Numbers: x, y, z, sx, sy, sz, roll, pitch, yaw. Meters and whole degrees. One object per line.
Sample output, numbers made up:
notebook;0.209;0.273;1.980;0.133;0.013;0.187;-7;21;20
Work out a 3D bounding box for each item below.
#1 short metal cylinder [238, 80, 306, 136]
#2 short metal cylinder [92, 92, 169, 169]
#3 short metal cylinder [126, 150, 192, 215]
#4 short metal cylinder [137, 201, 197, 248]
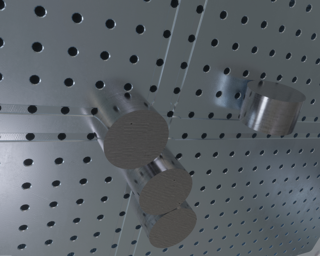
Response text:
short metal cylinder;0.158;-0.031;0.443;0.081;0.080;0.050;-5;121;-26
short metal cylinder;-0.036;0.003;0.377;0.081;0.050;0.079;-14;124;-21
short metal cylinder;-0.001;0.076;0.441;0.081;0.050;0.079;-14;124;-21
short metal cylinder;0.010;0.140;0.487;0.081;0.050;0.079;-14;124;-21
